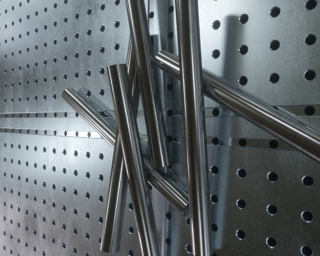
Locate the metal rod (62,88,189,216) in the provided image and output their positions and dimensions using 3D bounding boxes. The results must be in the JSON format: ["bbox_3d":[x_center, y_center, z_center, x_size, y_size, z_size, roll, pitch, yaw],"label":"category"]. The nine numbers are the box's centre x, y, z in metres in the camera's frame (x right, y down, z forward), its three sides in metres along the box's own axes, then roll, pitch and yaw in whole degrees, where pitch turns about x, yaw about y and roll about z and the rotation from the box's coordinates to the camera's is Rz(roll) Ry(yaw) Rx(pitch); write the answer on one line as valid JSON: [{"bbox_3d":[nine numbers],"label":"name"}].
[{"bbox_3d":[-0.063,0.019,0.462,0.300,0.025,0.025,39,114,33],"label":"metal rod"}]

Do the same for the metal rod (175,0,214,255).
[{"bbox_3d":[0.039,0.000,0.352,0.025,0.025,0.298,1,98,40],"label":"metal rod"}]

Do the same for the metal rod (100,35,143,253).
[{"bbox_3d":[-0.047,0.012,0.421,0.025,0.025,0.299,3,83,40],"label":"metal rod"}]

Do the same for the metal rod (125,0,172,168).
[{"bbox_3d":[-0.022,-0.098,0.407,0.025,0.025,0.299,-11,87,39],"label":"metal rod"}]

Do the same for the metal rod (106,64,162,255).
[{"bbox_3d":[-0.028,0.068,0.401,0.025,0.025,0.298,-6,96,40],"label":"metal rod"}]

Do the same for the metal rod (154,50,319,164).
[{"bbox_3d":[0.102,-0.016,0.325,0.300,0.025,0.025,37,113,34],"label":"metal rod"}]
